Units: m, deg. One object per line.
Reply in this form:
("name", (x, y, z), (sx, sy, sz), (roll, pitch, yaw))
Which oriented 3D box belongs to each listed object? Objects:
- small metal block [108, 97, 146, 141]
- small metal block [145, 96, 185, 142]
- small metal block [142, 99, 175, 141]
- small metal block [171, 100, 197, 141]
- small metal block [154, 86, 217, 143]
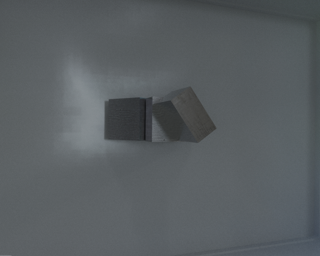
("small metal block", (-0.036, -0.010, 0.379), (0.025, 0.050, 0.050), (1, 90, -54))
("small metal block", (0.011, -0.009, 0.359), (0.050, 0.025, 0.050), (1, 90, -20))
("small metal block", (-0.003, -0.009, 0.394), (0.025, 0.050, 0.050), (1, 90, -20))
("small metal block", (0.032, -0.009, 0.405), (0.025, 0.050, 0.050), (1, 90, 14))
("small metal block", (0.025, -0.013, 0.324), (0.025, 0.050, 0.050), (-37, 102, -16))
